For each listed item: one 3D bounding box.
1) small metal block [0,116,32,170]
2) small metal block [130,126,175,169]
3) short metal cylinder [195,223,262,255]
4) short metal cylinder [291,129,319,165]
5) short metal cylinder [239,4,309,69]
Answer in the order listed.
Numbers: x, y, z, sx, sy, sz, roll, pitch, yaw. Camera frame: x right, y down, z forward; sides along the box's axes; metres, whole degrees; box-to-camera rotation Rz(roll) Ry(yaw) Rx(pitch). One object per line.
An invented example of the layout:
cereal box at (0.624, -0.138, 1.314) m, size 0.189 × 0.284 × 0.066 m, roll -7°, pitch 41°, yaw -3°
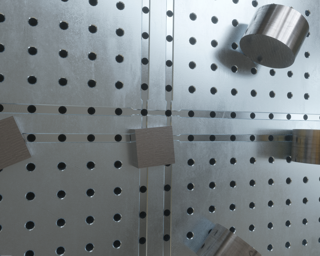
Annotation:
small metal block at (-0.179, 0.019, 0.347) m, size 0.050 × 0.025 × 0.050 m, roll -24°, pitch 98°, yaw -19°
small metal block at (-0.010, 0.024, 0.409) m, size 0.050 × 0.025 × 0.050 m, roll -6°, pitch 92°, yaw -20°
short metal cylinder at (0.095, 0.175, 0.419) m, size 0.080 × 0.080 × 0.050 m, roll 43°, pitch 77°, yaw -15°
short metal cylinder at (0.245, 0.029, 0.474) m, size 0.081 × 0.080 × 0.050 m, roll 4°, pitch 89°, yaw -20°
short metal cylinder at (0.162, -0.129, 0.443) m, size 0.080 × 0.080 × 0.050 m, roll 31°, pitch 80°, yaw -18°
